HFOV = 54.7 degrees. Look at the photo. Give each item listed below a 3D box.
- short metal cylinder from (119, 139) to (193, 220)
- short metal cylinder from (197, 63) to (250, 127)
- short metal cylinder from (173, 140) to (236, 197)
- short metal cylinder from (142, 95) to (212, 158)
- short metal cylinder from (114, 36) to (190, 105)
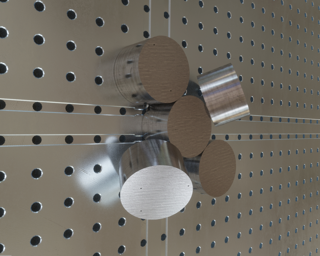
[{"bbox_3d":[-0.007,0.060,0.362,0.081,0.050,0.079,-5,121,-7],"label":"short metal cylinder"},{"bbox_3d":[0.091,-0.047,0.445,0.080,0.050,0.080,-21,90,-78],"label":"short metal cylinder"},{"bbox_3d":[0.065,0.056,0.450,0.081,0.050,0.079,0,90,-40],"label":"short metal cylinder"},{"bbox_3d":[0.023,-0.002,0.414,0.081,0.050,0.079,0,90,-40],"label":"short metal cylinder"},{"bbox_3d":[-0.009,-0.069,0.386,0.081,0.050,0.079,0,90,-40],"label":"short metal cylinder"}]
